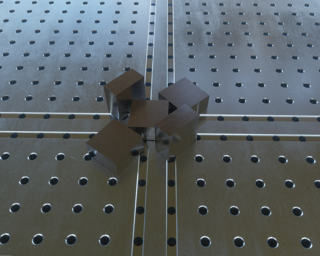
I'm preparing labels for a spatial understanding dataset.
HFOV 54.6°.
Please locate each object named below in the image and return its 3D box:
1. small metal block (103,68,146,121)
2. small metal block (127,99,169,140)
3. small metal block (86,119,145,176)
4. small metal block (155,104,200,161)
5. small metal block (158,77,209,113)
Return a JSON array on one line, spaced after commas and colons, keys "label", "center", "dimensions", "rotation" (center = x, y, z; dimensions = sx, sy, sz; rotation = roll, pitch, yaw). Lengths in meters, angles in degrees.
[{"label": "small metal block", "center": [-0.047, -0.046, 0.430], "dimensions": [0.025, 0.050, 0.050], "rotation": [37, 60, 26]}, {"label": "small metal block", "center": [-0.014, -0.011, 0.417], "dimensions": [0.050, 0.025, 0.050], "rotation": [2, 49, 3]}, {"label": "small metal block", "center": [-0.055, 0.023, 0.388], "dimensions": [0.050, 0.025, 0.050], "rotation": [31, 56, 23]}, {"label": "small metal block", "center": [0.021, 0.006, 0.387], "dimensions": [0.050, 0.050, 0.025], "rotation": [-35, 58, -26]}, {"label": "small metal block", "center": [0.033, -0.040, 0.441], "dimensions": [0.050, 0.025, 0.050], "rotation": [-33, 57, -24]}]
